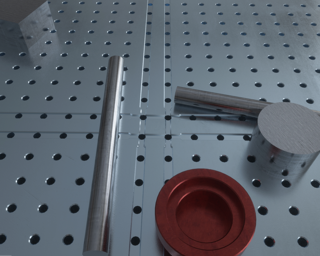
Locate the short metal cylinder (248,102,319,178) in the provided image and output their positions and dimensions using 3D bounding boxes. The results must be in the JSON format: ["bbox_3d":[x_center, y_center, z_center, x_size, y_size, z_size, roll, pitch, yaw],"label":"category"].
[{"bbox_3d":[0.155,0.014,0.382,0.081,0.050,0.080,0,50,0],"label":"short metal cylinder"}]

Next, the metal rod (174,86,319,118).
[{"bbox_3d":[0.170,-0.020,0.426,0.301,0.025,0.025,11,51,9],"label":"metal rod"}]

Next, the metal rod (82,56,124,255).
[{"bbox_3d":[-0.066,0.009,0.399,0.025,0.025,0.300,-1,50,-1],"label":"metal rod"}]

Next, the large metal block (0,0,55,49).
[{"bbox_3d":[-0.251,-0.192,0.549,0.080,0.050,0.080,17,52,13],"label":"large metal block"}]

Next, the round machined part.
[{"bbox_3d":[0.044,0.094,0.318,0.099,0.042,0.098,0,50,0],"label":"round machined part"}]
